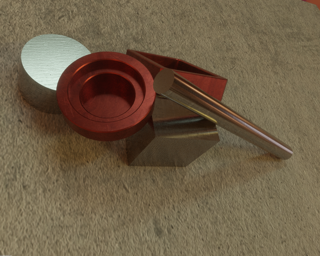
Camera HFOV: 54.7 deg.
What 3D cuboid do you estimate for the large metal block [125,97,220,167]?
[{"bbox_3d":[0.011,0.009,0.372,0.081,0.080,0.050,4,60,-26],"label":"large metal block"}]

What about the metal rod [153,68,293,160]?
[{"bbox_3d":[0.101,-0.002,0.387,0.301,0.025,0.025,23,49,-45],"label":"metal rod"}]

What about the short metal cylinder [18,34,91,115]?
[{"bbox_3d":[-0.121,-0.062,0.363,0.081,0.050,0.080,14,56,-21],"label":"short metal cylinder"}]

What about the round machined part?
[{"bbox_3d":[-0.055,-0.030,0.327,0.099,0.042,0.098,3,62,-5],"label":"round machined part"}]

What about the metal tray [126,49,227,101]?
[{"bbox_3d":[0.014,-0.070,0.406,0.091,0.030,0.130,4,20,-26],"label":"metal tray"}]
